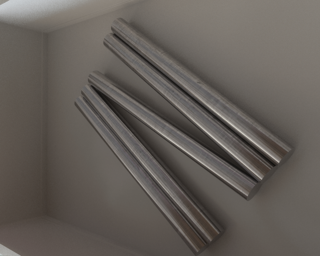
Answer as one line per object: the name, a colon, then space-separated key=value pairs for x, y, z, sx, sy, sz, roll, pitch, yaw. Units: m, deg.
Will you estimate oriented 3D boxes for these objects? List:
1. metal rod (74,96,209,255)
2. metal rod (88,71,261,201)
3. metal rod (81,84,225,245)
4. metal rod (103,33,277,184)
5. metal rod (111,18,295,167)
metal rod: x=-0.040 y=0.049 z=0.438 sx=0.300 sy=0.025 sz=0.025 roll=46 pitch=117 yaw=30
metal rod: x=-0.002 y=-0.007 z=0.407 sx=0.300 sy=0.025 sz=0.025 roll=36 pitch=112 yaw=34
metal rod: x=-0.026 y=0.032 z=0.427 sx=0.300 sy=0.025 sz=0.025 roll=46 pitch=117 yaw=30
metal rod: x=0.018 y=-0.042 z=0.390 sx=0.300 sy=0.025 sz=0.025 roll=44 pitch=117 yaw=31
metal rod: x=0.031 y=-0.061 z=0.380 sx=0.300 sy=0.025 sz=0.025 roll=44 pitch=117 yaw=31
